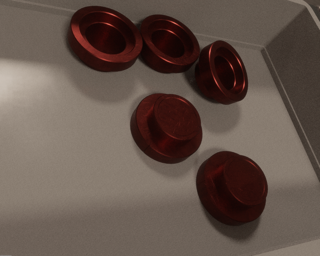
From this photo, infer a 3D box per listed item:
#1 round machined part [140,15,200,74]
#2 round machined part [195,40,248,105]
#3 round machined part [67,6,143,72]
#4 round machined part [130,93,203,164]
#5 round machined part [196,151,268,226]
[{"bbox_3d":[0.009,-0.123,0.476,0.099,0.042,0.098,14,56,-21],"label":"round machined part"},{"bbox_3d":[0.092,-0.083,0.484,0.099,0.042,0.098,16,66,-40],"label":"round machined part"},{"bbox_3d":[-0.077,-0.116,0.425,0.099,0.042,0.098,14,56,-21],"label":"round machined part"},{"bbox_3d":[0.014,-0.006,0.408,0.099,0.042,0.098,14,56,-21],"label":"round machined part"},{"bbox_3d":[0.100,0.074,0.406,0.099,0.042,0.098,14,56,-21],"label":"round machined part"}]
